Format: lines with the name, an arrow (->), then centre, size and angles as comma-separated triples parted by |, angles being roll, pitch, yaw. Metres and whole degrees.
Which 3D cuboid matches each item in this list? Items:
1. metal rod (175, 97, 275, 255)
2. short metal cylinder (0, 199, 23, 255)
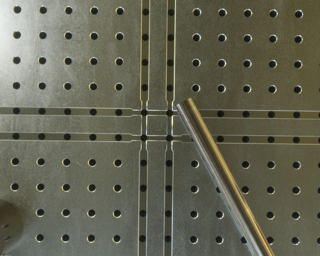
metal rod -> 0.101, 0.097, 0.413 | 0.025, 0.025, 0.299 | -28, 90, 0
short metal cylinder -> -0.228, 0.136, 0.399 | 0.081, 0.050, 0.080 | 0, 90, 0
